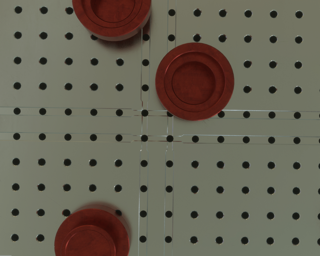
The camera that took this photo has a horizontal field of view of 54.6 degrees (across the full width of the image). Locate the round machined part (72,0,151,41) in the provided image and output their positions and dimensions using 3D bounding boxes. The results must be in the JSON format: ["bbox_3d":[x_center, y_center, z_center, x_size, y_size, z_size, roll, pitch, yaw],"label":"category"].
[{"bbox_3d":[-0.060,-0.162,0.404,0.099,0.042,0.097,0,90,0],"label":"round machined part"}]

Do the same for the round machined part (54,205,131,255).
[{"bbox_3d":[-0.089,0.154,0.404,0.099,0.042,0.097,0,90,0],"label":"round machined part"}]

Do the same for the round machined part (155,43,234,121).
[{"bbox_3d":[0.043,-0.058,0.405,0.099,0.042,0.097,0,90,-1],"label":"round machined part"}]
